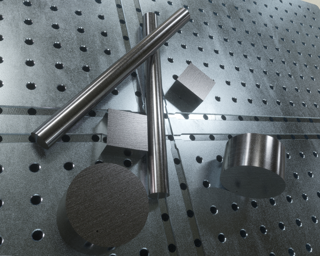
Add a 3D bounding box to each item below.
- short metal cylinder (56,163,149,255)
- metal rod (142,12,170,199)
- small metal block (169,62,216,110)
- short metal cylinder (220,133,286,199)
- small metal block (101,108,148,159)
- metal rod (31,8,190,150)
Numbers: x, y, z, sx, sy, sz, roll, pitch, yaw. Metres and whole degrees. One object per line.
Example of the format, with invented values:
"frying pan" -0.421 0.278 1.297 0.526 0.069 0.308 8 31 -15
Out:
"short metal cylinder" -0.058 0.082 0.311 0.081 0.050 0.080 14 56 -21
"metal rod" -0.009 -0.051 0.434 0.025 0.025 0.299 11 57 -23
"small metal block" 0.051 -0.065 0.475 0.050 0.025 0.050 39 51 -2
"short metal cylinder" 0.123 0.051 0.408 0.080 0.080 0.050 27 52 -11
"small metal block" -0.043 0.008 0.380 0.050 0.025 0.050 11 57 -23
"metal rod" -0.045 -0.082 0.411 0.025 0.025 0.301 41 58 -1
